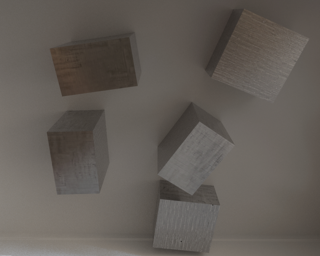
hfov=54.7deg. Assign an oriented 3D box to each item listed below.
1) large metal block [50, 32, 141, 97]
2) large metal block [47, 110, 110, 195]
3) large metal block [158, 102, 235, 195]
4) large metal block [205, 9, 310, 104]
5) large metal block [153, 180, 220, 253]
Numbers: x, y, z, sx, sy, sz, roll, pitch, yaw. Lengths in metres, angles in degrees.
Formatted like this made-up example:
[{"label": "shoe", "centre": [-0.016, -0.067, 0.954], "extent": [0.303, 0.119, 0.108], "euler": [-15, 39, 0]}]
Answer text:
[{"label": "large metal block", "centre": [-0.067, -0.075, 0.353], "extent": [0.080, 0.080, 0.050], "euler": [-8, 110, 2]}, {"label": "large metal block", "centre": [-0.098, 0.027, 0.391], "extent": [0.050, 0.080, 0.079], "euler": [-2, 110, 0]}, {"label": "large metal block", "centre": [0.041, 0.023, 0.391], "extent": [0.050, 0.080, 0.080], "euler": [33, 107, -12]}, {"label": "large metal block", "centre": [0.111, -0.086, 0.368], "extent": [0.080, 0.050, 0.079], "euler": [21, 109, -8]}, {"label": "large metal block", "centre": [0.035, 0.126, 0.445], "extent": [0.081, 0.050, 0.079], "euler": [7, 110, -3]}]
